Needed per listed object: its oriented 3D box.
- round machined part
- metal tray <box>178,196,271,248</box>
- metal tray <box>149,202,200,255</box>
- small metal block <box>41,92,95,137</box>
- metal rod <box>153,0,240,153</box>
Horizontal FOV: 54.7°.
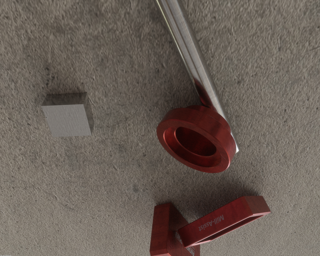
[{"bbox_3d":[0.048,0.009,0.386,0.098,0.042,0.098,24,149,16],"label":"round machined part"},{"bbox_3d":[0.105,0.153,0.508,0.130,0.030,0.090,-37,151,26],"label":"metal tray"},{"bbox_3d":[0.030,0.201,0.534,0.030,0.090,0.130,-19,128,22],"label":"metal tray"},{"bbox_3d":[-0.114,-0.016,0.392,0.050,0.025,0.050,-3,130,1],"label":"small metal block"},{"bbox_3d":[0.037,-0.075,0.344,0.025,0.025,0.299,-19,128,15],"label":"metal rod"}]
